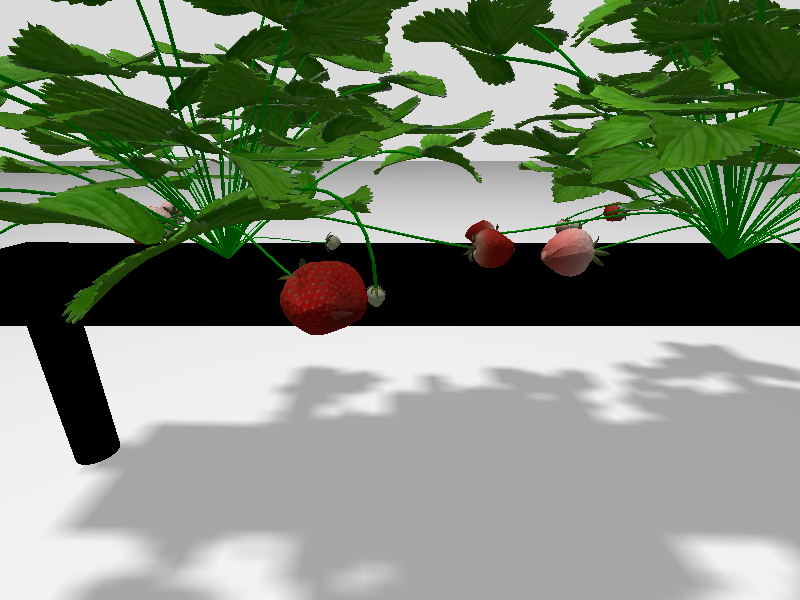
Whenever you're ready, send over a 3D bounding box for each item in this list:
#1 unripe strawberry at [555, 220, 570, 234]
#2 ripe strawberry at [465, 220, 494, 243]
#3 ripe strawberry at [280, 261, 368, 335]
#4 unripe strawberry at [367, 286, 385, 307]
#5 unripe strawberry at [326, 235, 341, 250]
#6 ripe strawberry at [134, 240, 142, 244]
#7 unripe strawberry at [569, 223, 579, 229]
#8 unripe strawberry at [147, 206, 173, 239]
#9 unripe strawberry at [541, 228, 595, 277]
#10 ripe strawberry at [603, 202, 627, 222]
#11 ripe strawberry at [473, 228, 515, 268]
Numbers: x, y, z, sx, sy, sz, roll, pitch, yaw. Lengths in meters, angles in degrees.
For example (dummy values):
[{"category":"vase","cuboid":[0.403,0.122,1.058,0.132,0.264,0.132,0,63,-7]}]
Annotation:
[{"category":"unripe strawberry","cuboid":[0.186,-0.083,0.461,0.017,0.017,0.015,-19,46,-41]},{"category":"ripe strawberry","cuboid":[0.080,-0.067,0.402,0.028,0.027,0.026,4,21,12]},{"category":"ripe strawberry","cuboid":[-0.037,0.000,0.204,0.044,0.039,0.040,-15,26,-34]},{"category":"unripe strawberry","cuboid":[-0.014,-0.002,0.225,0.011,0.011,0.011,19,28,41]},{"category":"unripe strawberry","cuboid":[-0.064,-0.056,0.388,0.014,0.015,0.013,-7,22,-19]},{"category":"ripe strawberry","cuboid":[-0.265,-0.064,0.410,0.016,0.013,0.016,-5,16,30]},{"category":"unripe strawberry","cuboid":[0.208,-0.088,0.476,0.013,0.011,0.013,-14,14,-32]},{"category":"unripe strawberry","cuboid":[-0.268,-0.084,0.435,0.038,0.037,0.035,15,25,35]},{"category":"unripe strawberry","cuboid":[0.127,-0.036,0.309,0.039,0.038,0.036,-6,22,-15]},{"category":"ripe strawberry","cuboid":[0.285,-0.117,0.533,0.029,0.025,0.029,-1,13,-3]},{"category":"ripe strawberry","cuboid":[0.079,-0.043,0.334,0.033,0.033,0.031,3,21,5]}]
